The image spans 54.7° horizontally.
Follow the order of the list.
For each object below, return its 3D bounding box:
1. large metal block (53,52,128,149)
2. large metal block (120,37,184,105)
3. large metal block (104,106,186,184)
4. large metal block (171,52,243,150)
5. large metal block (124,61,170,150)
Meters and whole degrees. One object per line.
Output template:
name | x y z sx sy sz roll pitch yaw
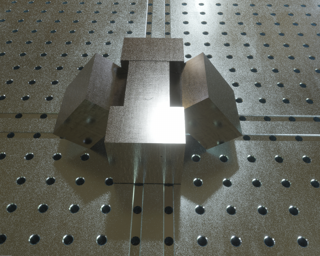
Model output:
large metal block | -0.085 -0.033 0.390 0.050 0.080 0.080 28 43 -29
large metal block | -0.009 -0.079 0.436 0.081 0.080 0.050 1 50 0
large metal block | -0.015 0.021 0.353 0.081 0.080 0.050 1 50 0
large metal block | 0.057 -0.033 0.389 0.050 0.080 0.080 -26 43 28
large metal block | -0.014 -0.028 0.394 0.050 0.080 0.080 1 50 0
